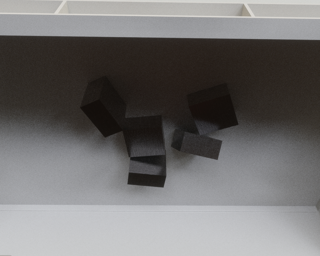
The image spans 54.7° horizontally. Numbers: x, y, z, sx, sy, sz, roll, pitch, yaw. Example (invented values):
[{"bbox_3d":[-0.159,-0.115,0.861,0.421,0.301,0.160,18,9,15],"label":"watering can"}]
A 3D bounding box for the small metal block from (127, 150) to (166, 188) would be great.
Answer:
[{"bbox_3d":[-0.018,0.055,0.439,0.050,0.050,0.025,6,130,-6],"label":"small metal block"}]

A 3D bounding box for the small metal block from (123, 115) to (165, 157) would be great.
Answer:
[{"bbox_3d":[-0.020,0.012,0.419,0.050,0.025,0.050,-4,130,3],"label":"small metal block"}]

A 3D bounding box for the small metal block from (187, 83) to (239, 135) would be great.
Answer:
[{"bbox_3d":[0.067,-0.023,0.390,0.050,0.025,0.050,-16,129,13],"label":"small metal block"}]

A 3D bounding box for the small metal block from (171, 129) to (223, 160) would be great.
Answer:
[{"bbox_3d":[0.047,0.021,0.407,0.050,0.050,0.025,14,91,-12],"label":"small metal block"}]

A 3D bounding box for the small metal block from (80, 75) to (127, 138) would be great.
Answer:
[{"bbox_3d":[-0.065,-0.026,0.370,0.025,0.050,0.050,-21,127,17],"label":"small metal block"}]
